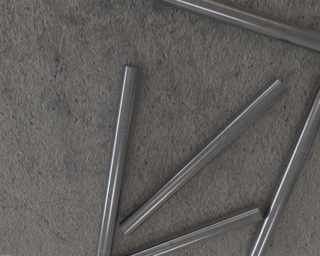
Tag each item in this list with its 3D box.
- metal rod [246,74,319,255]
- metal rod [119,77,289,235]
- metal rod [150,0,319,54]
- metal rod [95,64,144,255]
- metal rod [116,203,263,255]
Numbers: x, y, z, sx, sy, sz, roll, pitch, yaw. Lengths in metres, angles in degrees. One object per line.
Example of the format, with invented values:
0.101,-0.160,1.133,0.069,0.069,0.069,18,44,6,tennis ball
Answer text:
0.180,0.073,0.437,0.025,0.025,0.298,12,110,-5,metal rod
0.051,0.047,0.427,0.025,0.025,0.299,41,105,-14,metal rod
0.079,-0.134,0.360,0.302,0.025,0.025,15,109,-6,metal rod
-0.060,0.061,0.431,0.025,0.025,0.298,10,110,-4,metal rod
0.009,0.182,0.476,0.301,0.025,0.025,-23,109,8,metal rod
